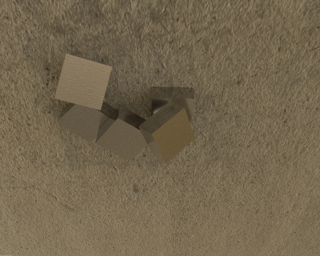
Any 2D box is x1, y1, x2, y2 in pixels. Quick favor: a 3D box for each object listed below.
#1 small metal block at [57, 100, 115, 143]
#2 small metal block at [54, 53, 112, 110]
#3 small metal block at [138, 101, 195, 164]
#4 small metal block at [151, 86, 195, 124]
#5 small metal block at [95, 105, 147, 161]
[{"bbox_3d":[-0.092,-0.016,0.394,0.050,0.025,0.050,-37,122,27],"label":"small metal block"},{"bbox_3d":[-0.086,-0.051,0.349,0.050,0.025,0.050,14,92,-13],"label":"small metal block"},{"bbox_3d":[0.010,0.005,0.364,0.050,0.025,0.050,-40,131,-20],"label":"small metal block"},{"bbox_3d":[0.014,-0.024,0.388,0.050,0.025,0.050,1,130,-2],"label":"small metal block"},{"bbox_3d":[-0.043,0.007,0.380,0.050,0.025,0.050,30,124,-24],"label":"small metal block"}]
